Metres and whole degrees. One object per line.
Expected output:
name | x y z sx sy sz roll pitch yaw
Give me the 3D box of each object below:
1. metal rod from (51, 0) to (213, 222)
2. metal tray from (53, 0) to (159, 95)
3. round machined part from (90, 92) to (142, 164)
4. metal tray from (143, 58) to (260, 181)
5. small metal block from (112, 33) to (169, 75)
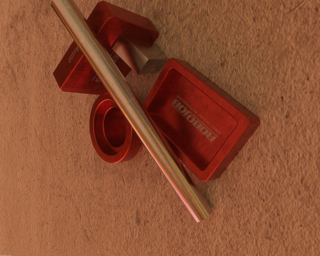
metal rod | -0.031 -0.021 0.361 0.025 0.025 0.299 -32 92 35
metal tray | -0.074 -0.100 0.422 0.129 0.091 0.030 -45 64 30
round machined part | -0.054 -0.002 0.433 0.098 0.042 0.097 5 96 45
metal tray | 0.040 -0.012 0.369 0.130 0.030 0.089 45 117 30
small metal block | -0.024 -0.096 0.402 0.050 0.050 0.025 47 121 13
